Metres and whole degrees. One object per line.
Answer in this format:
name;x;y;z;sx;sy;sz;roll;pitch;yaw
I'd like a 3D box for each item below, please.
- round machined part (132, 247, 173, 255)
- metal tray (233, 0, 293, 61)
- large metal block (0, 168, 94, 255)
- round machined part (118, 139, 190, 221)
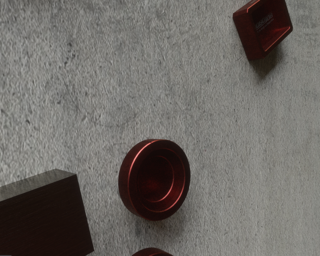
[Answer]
round machined part;-0.021;0.196;0.379;0.099;0.042;0.097;0;90;-40
metal tray;0.191;-0.192;0.564;0.131;0.030;0.090;-42;116;-32
large metal block;-0.118;0.091;0.291;0.081;0.050;0.079;-18;101;-39
round machined part;-0.011;0.062;0.387;0.099;0.042;0.097;0;90;-40
